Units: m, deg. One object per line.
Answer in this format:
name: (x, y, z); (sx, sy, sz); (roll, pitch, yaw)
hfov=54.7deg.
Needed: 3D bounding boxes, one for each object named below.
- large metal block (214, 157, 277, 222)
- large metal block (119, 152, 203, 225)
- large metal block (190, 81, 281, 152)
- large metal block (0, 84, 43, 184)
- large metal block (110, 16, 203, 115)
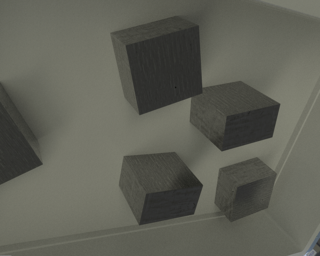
large metal block: (0.146, 0.106, 0.538); (0.081, 0.050, 0.079); (-13, 124, -21)
large metal block: (-0.002, 0.078, 0.420); (0.081, 0.080, 0.050); (-2, 120, -27)
large metal block: (0.096, -0.020, 0.413); (0.081, 0.080, 0.050); (-13, 124, -22)
large metal block: (-0.175, 0.012, 0.304); (0.080, 0.050, 0.080); (-26, 128, -12)
large metal block: (-0.002, -0.071, 0.347); (0.081, 0.050, 0.080); (-20, 126, -16)
